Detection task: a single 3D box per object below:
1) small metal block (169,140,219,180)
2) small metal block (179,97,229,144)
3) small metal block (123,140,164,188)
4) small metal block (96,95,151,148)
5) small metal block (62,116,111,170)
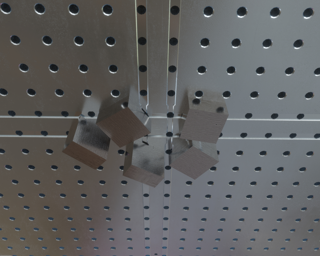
[{"bbox_3d":[0.048,0.042,0.448,0.050,0.025,0.050,31,123,-24],"label":"small metal block"},{"bbox_3d":[0.055,-0.009,0.404,0.050,0.025,0.050,9,130,-8],"label":"small metal block"},{"bbox_3d":[-0.022,0.050,0.437,0.050,0.050,0.025,25,126,-20],"label":"small metal block"},{"bbox_3d":[-0.046,-0.007,0.405,0.050,0.025,0.050,-26,126,20],"label":"small metal block"},{"bbox_3d":[-0.095,0.019,0.411,0.050,0.050,0.025,34,122,-26],"label":"small metal block"}]
